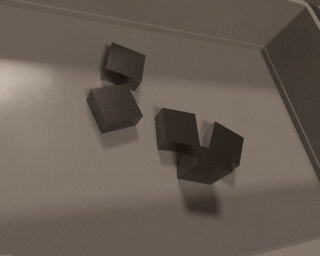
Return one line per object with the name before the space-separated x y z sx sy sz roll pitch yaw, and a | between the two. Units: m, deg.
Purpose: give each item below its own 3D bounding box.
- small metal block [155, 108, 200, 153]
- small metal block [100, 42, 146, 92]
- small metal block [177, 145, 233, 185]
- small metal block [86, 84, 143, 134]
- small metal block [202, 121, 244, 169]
small metal block | 0.023 0.004 0.417 0.050 0.025 0.050 9 58 -24
small metal block | -0.051 -0.085 0.432 0.050 0.025 0.050 18 55 -18
small metal block | 0.056 0.048 0.392 0.050 0.050 0.025 14 56 -21
small metal block | -0.057 -0.025 0.391 0.050 0.025 0.050 -15 70 -35
small metal block | 0.088 0.027 0.439 0.050 0.025 0.050 29 52 -10
